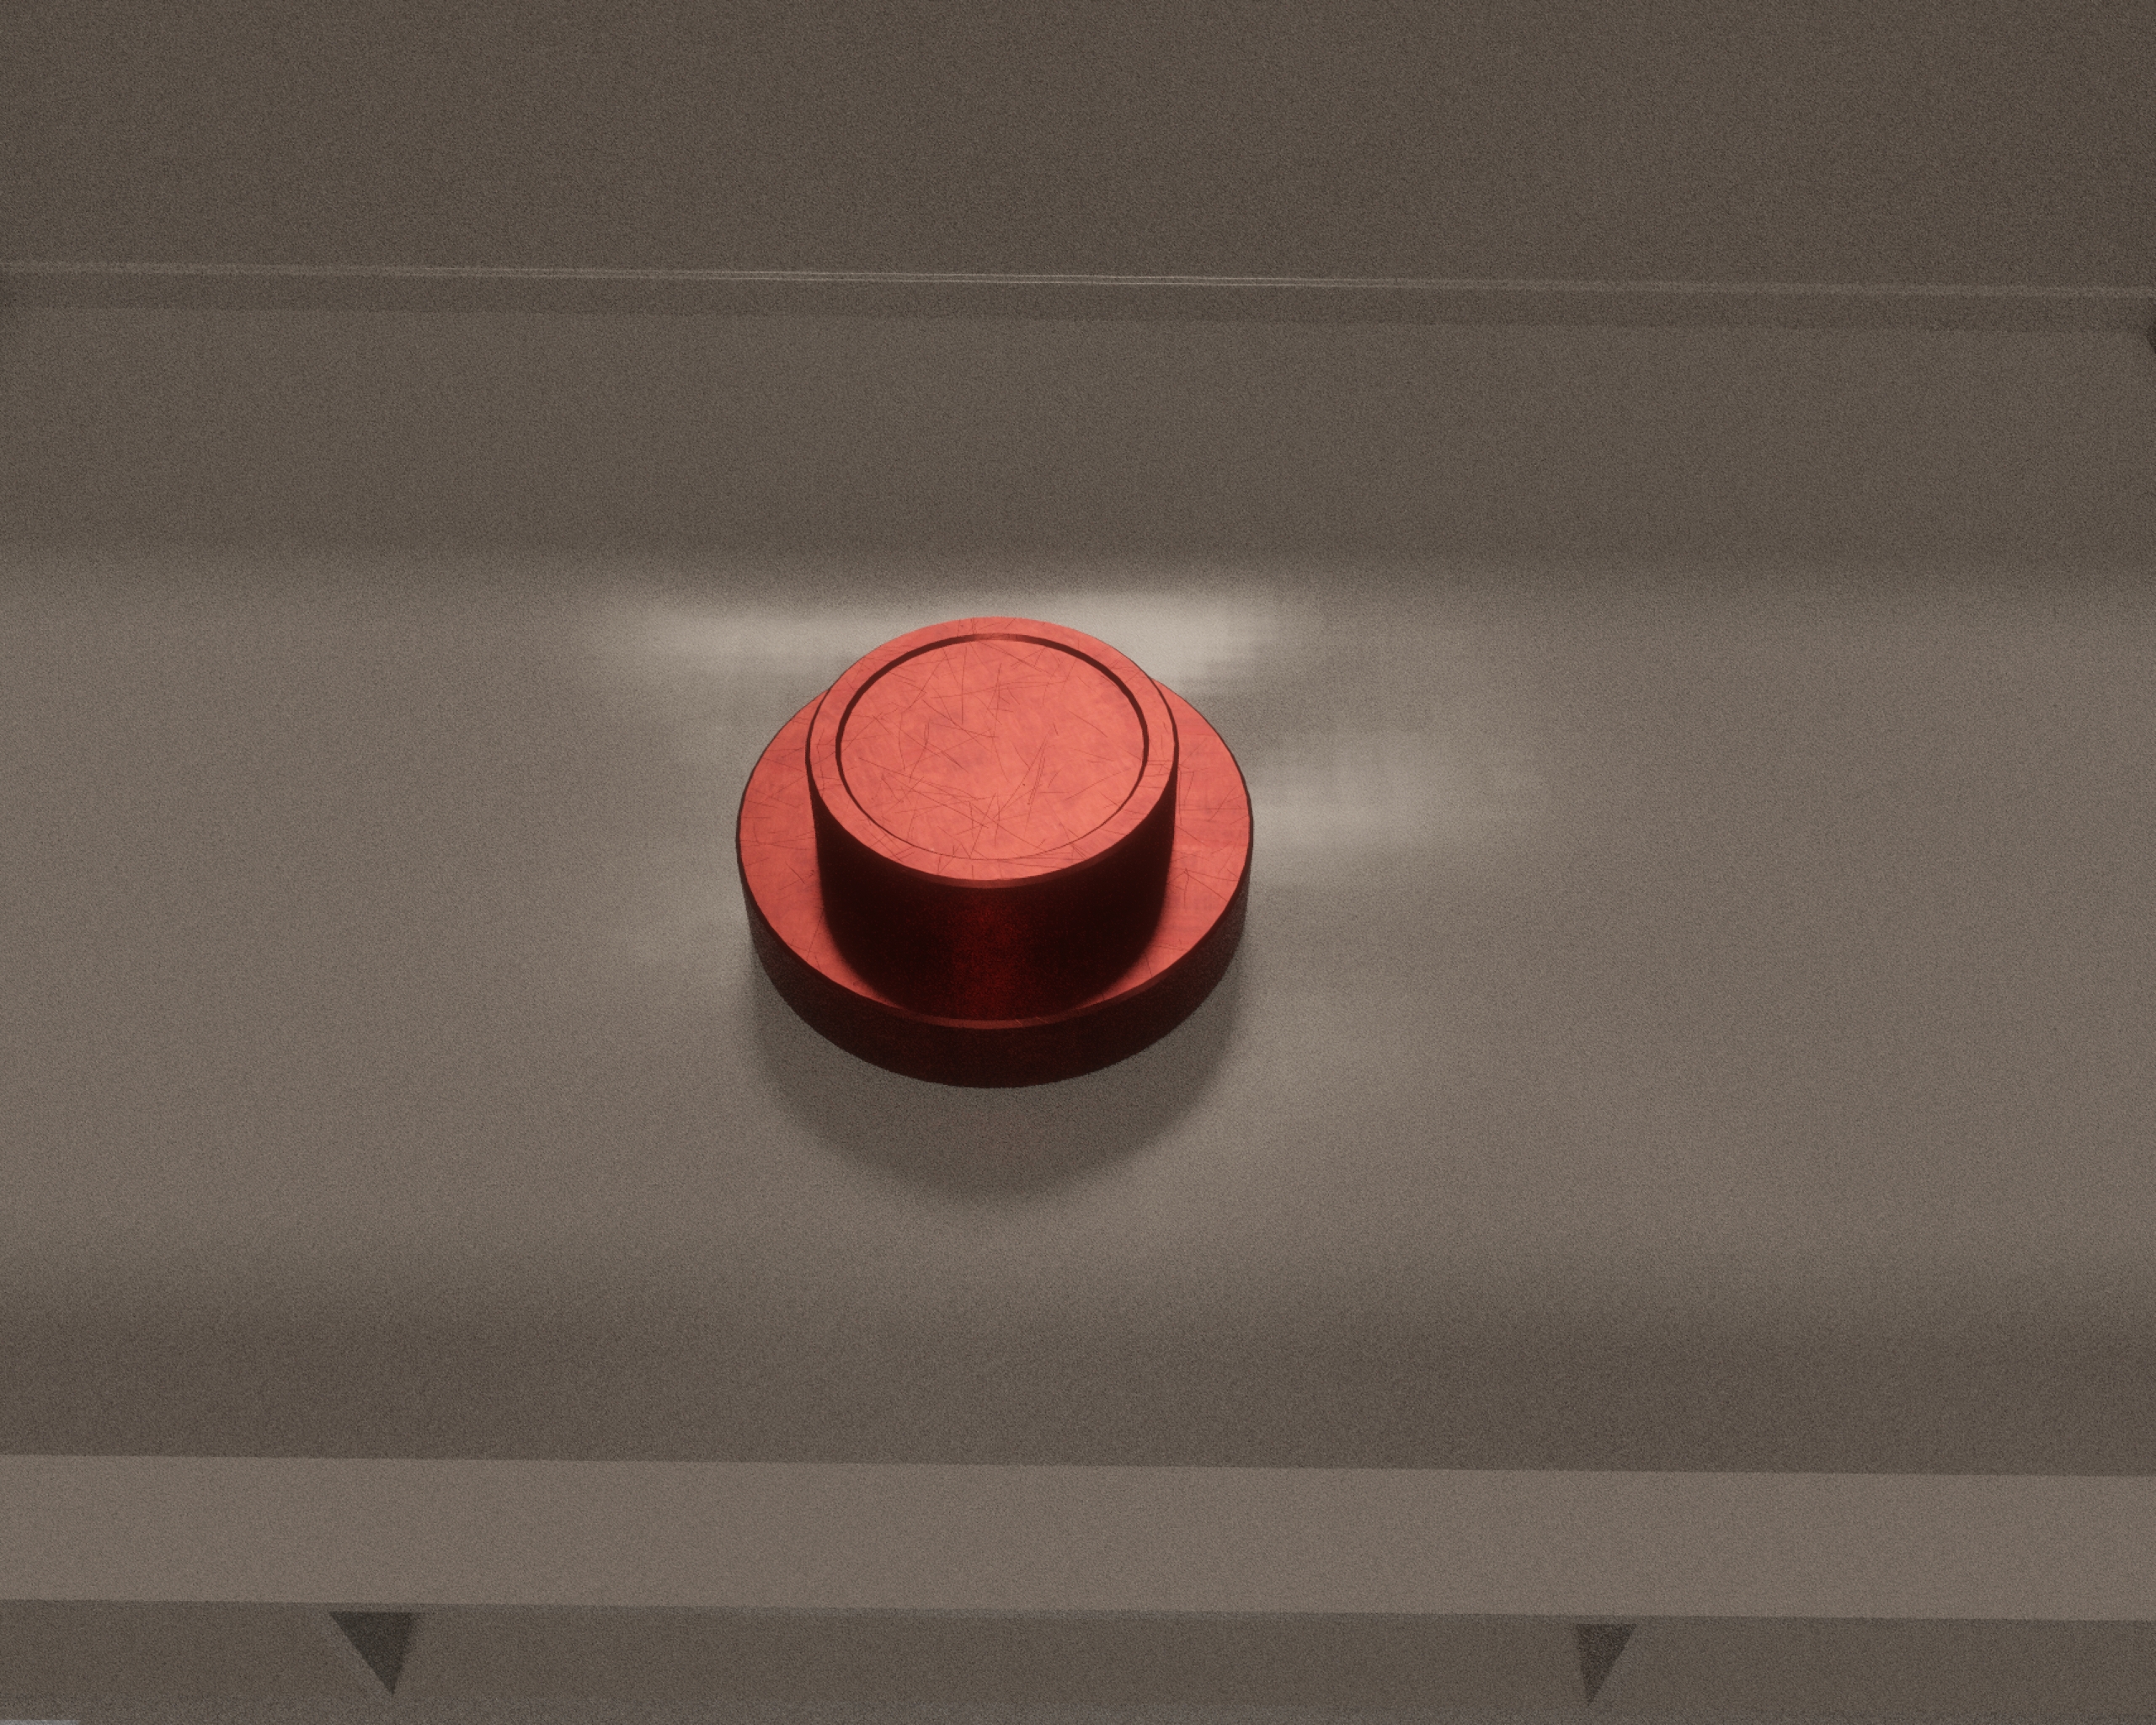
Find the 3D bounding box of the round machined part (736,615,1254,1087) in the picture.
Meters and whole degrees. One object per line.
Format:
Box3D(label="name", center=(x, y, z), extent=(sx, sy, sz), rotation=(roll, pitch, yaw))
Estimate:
Box3D(label="round machined part", center=(-0.016, -0.009, 0.397), extent=(0.099, 0.042, 0.098), rotation=(0, 50, 0))
